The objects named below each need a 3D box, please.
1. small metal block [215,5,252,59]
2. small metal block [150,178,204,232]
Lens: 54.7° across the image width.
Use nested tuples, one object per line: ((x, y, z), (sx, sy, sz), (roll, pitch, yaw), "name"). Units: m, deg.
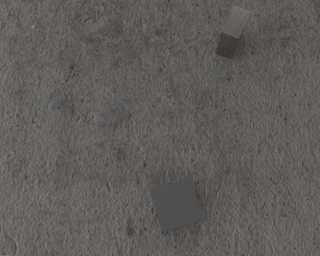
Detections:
((0.104, -0.136, 0.445), (0.025, 0.050, 0.050), (24, 72, 8), "small metal block")
((0.019, 0.093, 0.374), (0.050, 0.025, 0.050), (-15, 71, -6), "small metal block")
